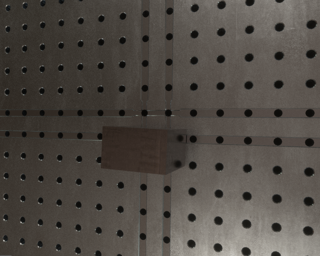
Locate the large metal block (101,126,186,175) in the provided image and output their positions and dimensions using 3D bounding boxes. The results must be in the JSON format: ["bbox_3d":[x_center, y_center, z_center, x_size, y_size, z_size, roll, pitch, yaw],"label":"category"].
[{"bbox_3d":[-0.017,0.024,0.389,0.080,0.080,0.050,3,91,19],"label":"large metal block"}]
